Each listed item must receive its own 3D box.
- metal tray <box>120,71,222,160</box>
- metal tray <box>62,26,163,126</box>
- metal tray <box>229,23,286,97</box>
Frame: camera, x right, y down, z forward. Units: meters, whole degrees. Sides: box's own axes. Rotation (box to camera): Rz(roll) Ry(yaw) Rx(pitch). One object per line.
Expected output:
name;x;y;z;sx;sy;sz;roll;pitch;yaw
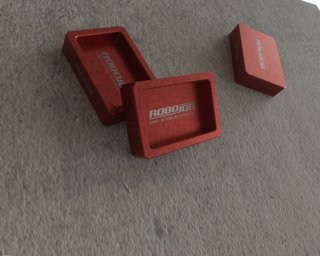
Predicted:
metal tray;0.019;-0.020;0.396;0.131;0.030;0.089;-15;100;-35
metal tray;-0.061;-0.074;0.413;0.091;0.030;0.130;-20;73;-36
metal tray;0.180;-0.128;0.579;0.091;0.030;0.130;16;55;-20
